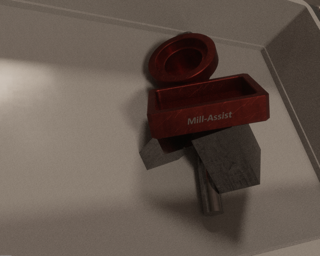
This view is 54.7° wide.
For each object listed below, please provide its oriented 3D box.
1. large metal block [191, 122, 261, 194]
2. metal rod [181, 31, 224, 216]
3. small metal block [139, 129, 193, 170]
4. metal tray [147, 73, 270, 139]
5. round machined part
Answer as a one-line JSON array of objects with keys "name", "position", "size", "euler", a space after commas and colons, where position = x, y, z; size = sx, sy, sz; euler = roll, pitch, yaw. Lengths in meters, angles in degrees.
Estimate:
[{"name": "large metal block", "position": [0.088, 0.022, 0.392], "size": [0.080, 0.050, 0.080], "euler": [60, 28, -16]}, {"name": "metal rod", "position": [0.056, -0.025, 0.453], "size": [0.025, 0.025, 0.299], "euler": [10, 57, -23]}, {"name": "small metal block", "position": [0.010, 0.025, 0.381], "size": [0.050, 0.050, 0.025], "euler": [-15, 70, -34]}, {"name": "metal tray", "position": [0.052, -0.029, 0.371], "size": [0.131, 0.030, 0.090], "euler": [-10, 24, 3]}, {"name": "round machined part", "position": [0.036, -0.089, 0.448], "size": [0.042, 0.098, 0.098], "euler": [60, 24, -48]}]
